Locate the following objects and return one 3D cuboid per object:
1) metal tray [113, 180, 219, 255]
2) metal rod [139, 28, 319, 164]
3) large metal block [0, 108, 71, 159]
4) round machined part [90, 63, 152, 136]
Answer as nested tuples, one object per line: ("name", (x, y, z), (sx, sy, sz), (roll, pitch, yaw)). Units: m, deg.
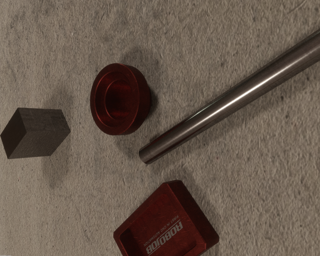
("metal tray", (0.002, 0.140, 0.398), (0.129, 0.030, 0.090), (-49, 61, 28))
("metal rod", (0.083, -0.033, 0.335), (0.299, 0.025, 0.025), (-35, 69, 34))
("large metal block", (-0.220, 0.010, 0.547), (0.080, 0.081, 0.050), (-43, 64, 31))
("round machined part", (-0.050, -0.039, 0.433), (0.098, 0.042, 0.097), (0, 90, 39))
